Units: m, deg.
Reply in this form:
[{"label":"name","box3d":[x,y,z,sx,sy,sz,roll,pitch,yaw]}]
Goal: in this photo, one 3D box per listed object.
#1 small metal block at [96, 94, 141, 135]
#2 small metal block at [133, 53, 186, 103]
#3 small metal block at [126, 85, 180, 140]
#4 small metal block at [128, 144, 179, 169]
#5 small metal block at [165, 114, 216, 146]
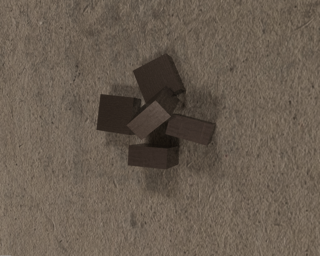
[{"label":"small metal block","box3d":[-0.057,-0.019,0.428,0.050,0.025,0.050,8,93,19]},{"label":"small metal block","box3d":[-0.001,-0.062,0.408,0.050,0.025,0.050,-24,82,18]},{"label":"small metal block","box3d":[-0.007,-0.019,0.375,0.050,0.050,0.025,-38,101,28]},{"label":"small metal block","box3d":[-0.007,0.035,0.397,0.050,0.050,0.025,3,91,19]},{"label":"small metal block","box3d":[0.039,0.001,0.379,0.050,0.050,0.025,16,96,13]}]
